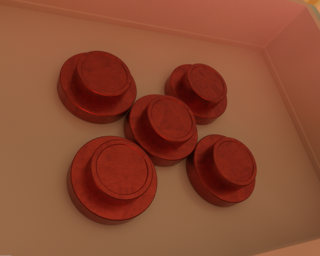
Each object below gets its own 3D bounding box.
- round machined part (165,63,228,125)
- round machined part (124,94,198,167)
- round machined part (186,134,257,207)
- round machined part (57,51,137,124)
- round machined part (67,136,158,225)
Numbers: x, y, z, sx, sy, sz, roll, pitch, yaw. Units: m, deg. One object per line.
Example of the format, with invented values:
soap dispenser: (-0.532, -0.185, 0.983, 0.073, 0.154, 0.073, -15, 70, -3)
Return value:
round machined part: (0.060, -0.057, 0.462, 0.099, 0.042, 0.098, 14, 56, -21)
round machined part: (0.007, -0.003, 0.399, 0.099, 0.042, 0.098, 14, 56, -21)
round machined part: (0.088, 0.051, 0.411, 0.099, 0.042, 0.098, 14, 56, -21)
round machined part: (-0.075, -0.058, 0.389, 0.099, 0.042, 0.098, 14, 56, -21)
round machined part: (-0.047, 0.051, 0.337, 0.099, 0.042, 0.098, 14, 56, -21)
